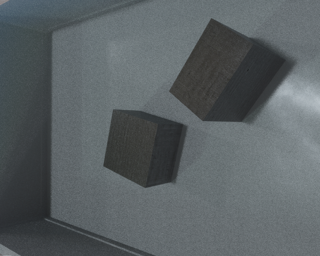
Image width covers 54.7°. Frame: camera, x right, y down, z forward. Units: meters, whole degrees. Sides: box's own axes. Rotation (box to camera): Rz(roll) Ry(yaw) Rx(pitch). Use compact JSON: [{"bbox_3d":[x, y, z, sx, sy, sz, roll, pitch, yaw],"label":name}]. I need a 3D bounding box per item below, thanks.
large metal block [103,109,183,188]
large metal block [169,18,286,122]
[{"bbox_3d":[-0.024,0.024,0.410,0.080,0.050,0.079,19,102,38],"label":"large metal block"},{"bbox_3d":[0.069,-0.053,0.314,0.050,0.081,0.080,45,117,30],"label":"large metal block"}]
